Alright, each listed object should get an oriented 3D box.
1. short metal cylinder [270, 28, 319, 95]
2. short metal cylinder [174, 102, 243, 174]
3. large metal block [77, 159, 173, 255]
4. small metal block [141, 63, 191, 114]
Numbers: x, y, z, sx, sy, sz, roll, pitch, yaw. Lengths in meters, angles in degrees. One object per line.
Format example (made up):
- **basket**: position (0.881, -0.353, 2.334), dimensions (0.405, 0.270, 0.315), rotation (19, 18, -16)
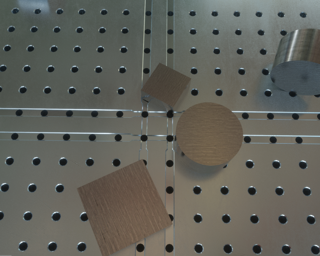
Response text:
- **short metal cylinder**: position (0.195, -0.086, 0.415), dimensions (0.080, 0.080, 0.050), rotation (19, 71, 7)
- **short metal cylinder**: position (0.059, 0.014, 0.394), dimensions (0.081, 0.050, 0.080), rotation (0, 71, 0)
- **large metal block**: position (-0.040, 0.094, 0.364), dimensions (0.080, 0.050, 0.080), rotation (-24, 72, -9)
- **small metal block**: position (0.009, -0.055, 0.432), dimensions (0.050, 0.025, 0.050), rotation (29, 72, 10)
